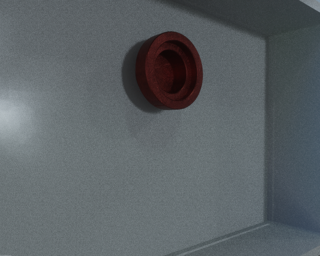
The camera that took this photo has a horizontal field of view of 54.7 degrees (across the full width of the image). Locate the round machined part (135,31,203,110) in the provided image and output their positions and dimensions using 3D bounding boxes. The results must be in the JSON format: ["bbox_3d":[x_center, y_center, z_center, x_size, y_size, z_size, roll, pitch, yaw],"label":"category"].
[{"bbox_3d":[0.007,-0.072,0.404,0.099,0.042,0.097,0,90,-40],"label":"round machined part"}]
